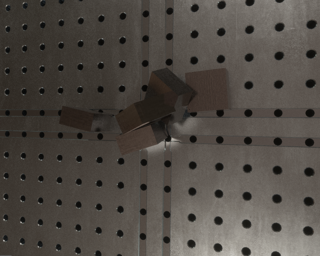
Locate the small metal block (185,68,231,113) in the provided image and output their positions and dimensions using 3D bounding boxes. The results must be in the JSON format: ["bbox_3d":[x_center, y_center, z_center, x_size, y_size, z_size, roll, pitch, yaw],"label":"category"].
[{"bbox_3d":[0.061,-0.046,0.391,0.050,0.025,0.050,-4,89,19],"label":"small metal block"}]

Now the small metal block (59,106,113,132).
[{"bbox_3d":[-0.103,-0.013,0.434,0.050,0.050,0.025,13,95,19],"label":"small metal block"}]

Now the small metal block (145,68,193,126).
[{"bbox_3d":[0.009,-0.039,0.391,0.050,0.025,0.050,46,139,26],"label":"small metal block"}]

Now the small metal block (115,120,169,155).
[{"bbox_3d":[-0.022,0.012,0.405,0.050,0.050,0.025,-18,93,19],"label":"small metal block"}]

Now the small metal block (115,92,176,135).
[{"bbox_3d":[-0.018,-0.017,0.373,0.050,0.050,0.025,-25,88,54],"label":"small metal block"}]
